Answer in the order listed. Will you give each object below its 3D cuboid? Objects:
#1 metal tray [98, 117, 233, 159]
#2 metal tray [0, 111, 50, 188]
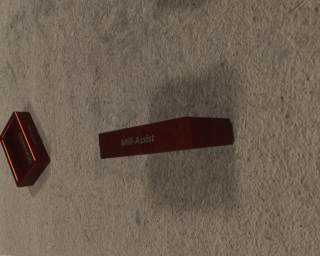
[{"bbox_3d":[0.005,0.013,0.356,0.130,0.091,0.030,-10,84,39],"label":"metal tray"},{"bbox_3d":[-0.276,0.042,0.624,0.090,0.030,0.130,-47,62,29],"label":"metal tray"}]
